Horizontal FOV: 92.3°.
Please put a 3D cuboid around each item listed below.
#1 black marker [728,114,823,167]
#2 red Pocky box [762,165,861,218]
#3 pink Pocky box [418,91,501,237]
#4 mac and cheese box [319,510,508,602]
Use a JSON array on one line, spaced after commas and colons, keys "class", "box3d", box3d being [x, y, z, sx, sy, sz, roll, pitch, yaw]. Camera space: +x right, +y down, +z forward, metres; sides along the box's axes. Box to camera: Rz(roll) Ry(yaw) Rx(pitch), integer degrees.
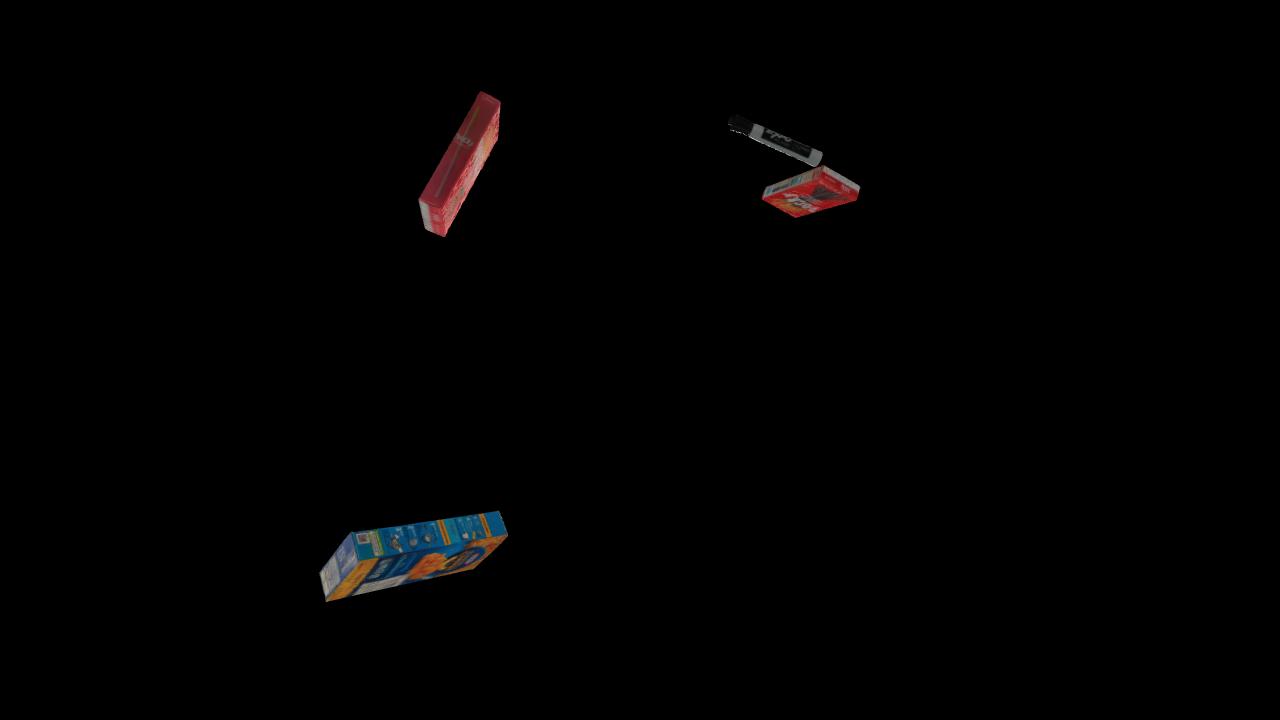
[{"class": "black marker", "box3d": [0.161, -0.263, 0.736, 0.121, 0.020, 0.020, 20, -4, -10]}, {"class": "red Pocky box", "box3d": [0.281, -0.277, 1.024, 0.083, 0.028, 0.155, 19, -6, -23]}, {"class": "pink Pocky box", "box3d": [-0.209, -0.227, 0.721, 0.029, 0.155, 0.084, 25, -16, -9]}, {"class": "mac and cheese box", "box3d": [-0.252, 0.220, 0.702, 0.184, 0.041, 0.093, 6, -44, -49]}]
